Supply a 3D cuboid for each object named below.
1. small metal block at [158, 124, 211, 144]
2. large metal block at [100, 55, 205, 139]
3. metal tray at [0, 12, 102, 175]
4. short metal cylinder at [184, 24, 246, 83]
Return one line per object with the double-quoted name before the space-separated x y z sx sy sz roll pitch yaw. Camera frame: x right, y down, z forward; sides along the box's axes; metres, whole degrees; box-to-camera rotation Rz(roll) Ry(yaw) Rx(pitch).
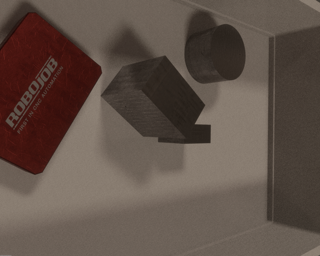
"small metal block" 0.033 0.008 0.420 0.050 0.050 0.025 1 90 -40
"large metal block" -0.008 -0.032 0.366 0.080 0.080 0.050 46 62 -31
"metal tray" -0.125 -0.032 0.299 0.090 0.030 0.130 39 66 -33
"short metal cylinder" 0.083 -0.108 0.462 0.081 0.050 0.079 0 90 -40
